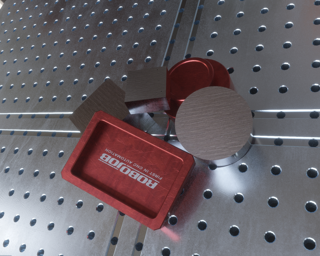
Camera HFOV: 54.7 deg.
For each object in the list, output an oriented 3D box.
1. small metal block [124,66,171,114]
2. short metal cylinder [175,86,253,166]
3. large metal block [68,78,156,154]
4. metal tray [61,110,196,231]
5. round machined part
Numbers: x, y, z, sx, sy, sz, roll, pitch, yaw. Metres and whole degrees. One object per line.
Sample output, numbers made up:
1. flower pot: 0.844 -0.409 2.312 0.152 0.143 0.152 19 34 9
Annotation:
1. small metal block: -0.014 -0.047 0.385 0.050 0.025 0.050 -6 55 12
2. short metal cylinder: 0.062 0.000 0.345 0.080 0.050 0.080 -4 75 16
3. large metal block: -0.068 -0.011 0.435 0.080 0.050 0.080 -46 51 -4
4. metal tray: -0.036 0.046 0.359 0.130 0.030 0.090 26 82 14
5. round machined part: 0.043 -0.054 0.407 0.098 0.042 0.098 -13 56 21
